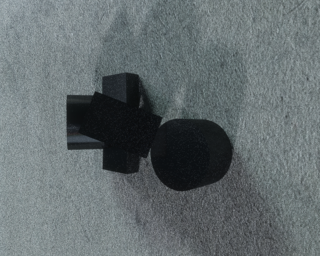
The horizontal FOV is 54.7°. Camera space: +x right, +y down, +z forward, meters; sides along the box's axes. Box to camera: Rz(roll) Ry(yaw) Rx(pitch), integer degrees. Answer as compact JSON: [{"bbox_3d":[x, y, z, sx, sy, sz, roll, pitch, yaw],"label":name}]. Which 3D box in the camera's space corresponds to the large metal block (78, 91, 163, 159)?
[{"bbox_3d":[-0.047,-0.002,0.383,0.080,0.080,0.050,21,87,-5],"label":"large metal block"}]

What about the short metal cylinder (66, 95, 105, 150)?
[{"bbox_3d":[-0.109,-0.008,0.454,0.080,0.050,0.079,180,89,-75],"label":"short metal cylinder"}]

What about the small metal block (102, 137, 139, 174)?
[{"bbox_3d":[-0.057,0.037,0.450,0.050,0.025,0.050,4,92,39],"label":"small metal block"}]

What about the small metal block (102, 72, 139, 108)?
[{"bbox_3d":[-0.058,-0.051,0.451,0.050,0.025,0.050,-1,89,39],"label":"small metal block"}]

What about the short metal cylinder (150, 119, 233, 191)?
[{"bbox_3d":[0.036,0.029,0.359,0.080,0.050,0.079,0,90,39],"label":"short metal cylinder"}]
